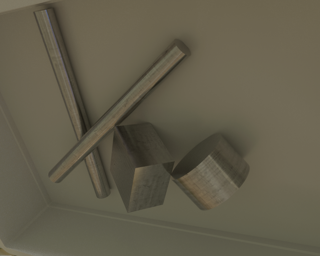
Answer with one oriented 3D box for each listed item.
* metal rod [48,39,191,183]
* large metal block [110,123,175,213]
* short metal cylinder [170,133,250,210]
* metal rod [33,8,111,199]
[{"bbox_3d":[-0.071,-0.006,0.418,0.025,0.025,0.299,46,122,-5],"label":"metal rod"},{"bbox_3d":[-0.028,0.050,0.411,0.080,0.050,0.079,-124,36,-44],"label":"large metal block"},{"bbox_3d":[0.059,0.052,0.373,0.050,0.080,0.080,47,129,-5],"label":"short metal cylinder"},{"bbox_3d":[-0.122,-0.019,0.458,0.025,0.025,0.298,3,120,26],"label":"metal rod"}]
